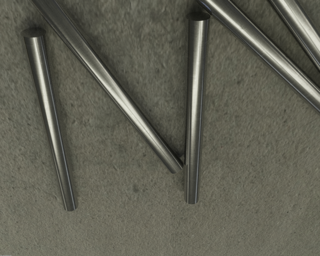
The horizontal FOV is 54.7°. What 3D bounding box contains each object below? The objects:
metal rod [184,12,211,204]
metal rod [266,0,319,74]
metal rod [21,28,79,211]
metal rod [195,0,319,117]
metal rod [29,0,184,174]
[{"bbox_3d":[0.045,0.001,0.408,0.025,0.025,0.298,-2,130,1],"label":"metal rod"},{"bbox_3d":[0.177,-0.081,0.340,0.025,0.025,0.301,-37,122,27],"label":"metal rod"},{"bbox_3d":[-0.139,0.014,0.417,0.025,0.025,0.298,2,130,-2],"label":"metal rod"},{"bbox_3d":[0.122,-0.081,0.340,0.301,0.025,0.025,33,123,-25],"label":"metal rod"},{"bbox_3d":[-0.050,-0.042,0.370,0.025,0.025,0.300,-23,127,18],"label":"metal rod"}]
